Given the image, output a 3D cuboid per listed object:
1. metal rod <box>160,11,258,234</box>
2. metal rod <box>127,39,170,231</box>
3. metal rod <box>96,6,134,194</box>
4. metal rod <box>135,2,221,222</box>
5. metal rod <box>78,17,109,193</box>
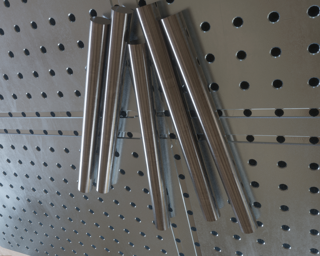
[{"bbox_3d":[0.068,0.009,0.381,0.025,0.025,0.299,-10,113,33],"label":"metal rod"},{"bbox_3d":[-0.011,0.029,0.435,0.025,0.025,0.298,8,122,24],"label":"metal rod"},{"bbox_3d":[-0.069,-0.016,0.439,0.025,0.025,0.298,23,127,14],"label":"metal rod"},{"bbox_3d":[0.030,-0.003,0.394,0.025,0.025,0.299,-5,116,31],"label":"metal rod"},{"bbox_3d":[-0.101,-0.012,0.457,0.025,0.025,0.298,24,127,13],"label":"metal rod"}]
